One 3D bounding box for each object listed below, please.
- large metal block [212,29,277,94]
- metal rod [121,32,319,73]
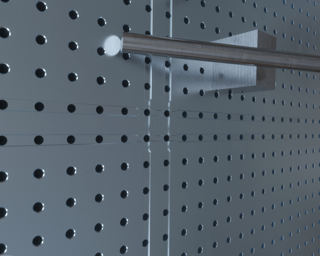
[{"bbox_3d":[0.130,-0.098,0.482,0.050,0.080,0.080,4,88,-40],"label":"large metal block"},{"bbox_3d":[0.100,-0.097,0.412,0.302,0.025,0.025,2,89,-15],"label":"metal rod"}]
